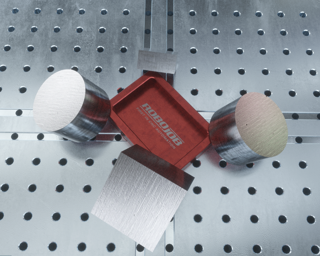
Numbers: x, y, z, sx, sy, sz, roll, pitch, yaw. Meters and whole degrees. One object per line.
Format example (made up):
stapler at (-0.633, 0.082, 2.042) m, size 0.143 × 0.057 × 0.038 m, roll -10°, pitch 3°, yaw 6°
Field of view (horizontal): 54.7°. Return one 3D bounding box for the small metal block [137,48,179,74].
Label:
small metal block at (-0.002, -0.094, 0.430) m, size 0.050 × 0.050 × 0.025 m, roll 8°, pitch 108°, yaw 3°

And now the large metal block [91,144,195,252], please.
large metal block at (-0.018, 0.076, 0.352) m, size 0.080 × 0.050 × 0.080 m, roll 29°, pitch 103°, yaw 10°

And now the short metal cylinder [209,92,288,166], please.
short metal cylinder at (0.108, 0.002, 0.382) m, size 0.081 × 0.050 × 0.080 m, roll 10°, pitch 68°, yaw -25°

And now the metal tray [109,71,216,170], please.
metal tray at (0.000, -0.005, 0.410) m, size 0.090 × 0.030 × 0.130 m, roll -40°, pitch 75°, yaw -13°

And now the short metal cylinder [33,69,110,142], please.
short metal cylinder at (-0.111, -0.027, 0.391) m, size 0.080 × 0.050 × 0.080 m, roll -9°, pitch 69°, yaw 24°
